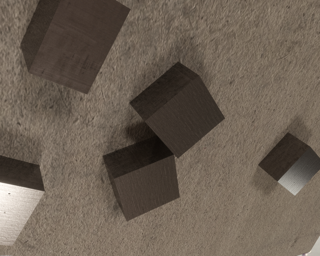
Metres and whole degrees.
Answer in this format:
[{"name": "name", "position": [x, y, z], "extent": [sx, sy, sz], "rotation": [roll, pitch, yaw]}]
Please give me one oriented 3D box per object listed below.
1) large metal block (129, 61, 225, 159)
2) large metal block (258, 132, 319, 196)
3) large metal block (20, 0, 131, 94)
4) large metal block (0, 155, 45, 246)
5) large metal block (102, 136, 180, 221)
[{"name": "large metal block", "position": [0.023, -0.022, 0.391], "extent": [0.080, 0.050, 0.080], "rotation": [-41, 130, -1]}, {"name": "large metal block", "position": [0.241, 0.067, 0.567], "extent": [0.080, 0.050, 0.080], "rotation": [-50, 129, 7]}, {"name": "large metal block", "position": [-0.079, -0.088, 0.274], "extent": [0.050, 0.080, 0.080], "rotation": [20, 108, -36]}, {"name": "large metal block", "position": [-0.186, 0.076, 0.337], "extent": [0.080, 0.050, 0.080], "rotation": [24, 105, -37]}, {"name": "large metal block", "position": [-0.024, 0.067, 0.421], "extent": [0.081, 0.050, 0.079], "rotation": [-21, 127, -17]}]
